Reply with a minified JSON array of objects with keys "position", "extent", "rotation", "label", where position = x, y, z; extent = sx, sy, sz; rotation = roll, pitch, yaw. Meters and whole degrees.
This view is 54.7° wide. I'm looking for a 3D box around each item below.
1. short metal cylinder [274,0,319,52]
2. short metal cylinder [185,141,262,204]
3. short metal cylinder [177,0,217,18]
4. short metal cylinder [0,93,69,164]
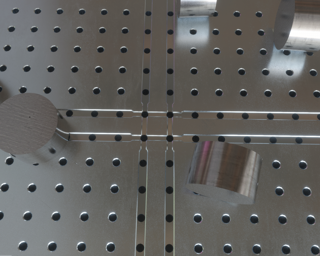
[{"position":[0.200,-0.150,0.439],"extent":[0.050,0.080,0.080],"rotation":[5,70,2],"label":"short metal cylinder"},{"position":[0.075,0.054,0.363],"extent":[0.080,0.080,0.050],"rotation":[14,71,5],"label":"short metal cylinder"},{"position":[0.052,-0.205,0.458],"extent":[0.050,0.080,0.080],"rotation":[-3,70,-1],"label":"short metal cylinder"},{"position":[-0.164,0.002,0.396],"extent":[0.081,0.050,0.080],"rotation":[0,70,0],"label":"short metal cylinder"}]
